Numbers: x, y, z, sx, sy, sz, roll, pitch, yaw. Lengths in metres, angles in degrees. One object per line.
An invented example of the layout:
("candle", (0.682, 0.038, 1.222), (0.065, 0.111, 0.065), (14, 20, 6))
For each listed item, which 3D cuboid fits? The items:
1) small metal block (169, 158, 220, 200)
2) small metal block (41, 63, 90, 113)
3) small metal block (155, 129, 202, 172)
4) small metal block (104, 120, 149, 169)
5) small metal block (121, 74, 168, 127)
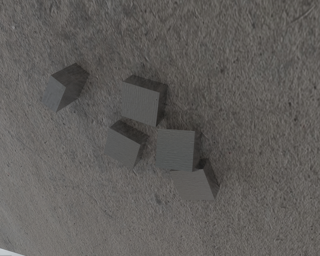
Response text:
("small metal block", (0.048, 0.071, 0.426), (0.050, 0.025, 0.050), (-9, 114, 32))
("small metal block", (-0.129, -0.055, 0.425), (0.025, 0.050, 0.050), (39, 129, 2))
("small metal block", (0.024, 0.027, 0.397), (0.050, 0.025, 0.050), (4, 90, 26))
("small metal block", (-0.050, 0.024, 0.448), (0.050, 0.025, 0.050), (28, 128, 10))
("small metal block", (-0.020, -0.035, 0.396), (0.050, 0.025, 0.050), (19, 126, 17))
